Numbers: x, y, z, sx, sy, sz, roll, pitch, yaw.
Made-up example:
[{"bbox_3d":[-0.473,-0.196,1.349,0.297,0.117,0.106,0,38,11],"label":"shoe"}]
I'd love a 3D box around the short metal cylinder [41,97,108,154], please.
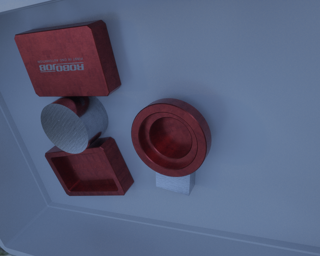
[{"bbox_3d":[-0.123,-0.010,0.449,0.080,0.050,0.079,13,124,20],"label":"short metal cylinder"}]

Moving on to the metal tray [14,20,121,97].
[{"bbox_3d":[-0.123,-0.089,0.413,0.130,0.030,0.089,2,120,26],"label":"metal tray"}]

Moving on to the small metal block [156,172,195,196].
[{"bbox_3d":[0.022,0.062,0.434,0.050,0.025,0.050,13,124,20],"label":"small metal block"}]

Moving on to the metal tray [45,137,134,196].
[{"bbox_3d":[-0.116,0.066,0.505,0.130,0.030,0.090,-8,115,31],"label":"metal tray"}]

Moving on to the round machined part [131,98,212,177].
[{"bbox_3d":[0.017,0.009,0.388,0.098,0.042,0.097,10,116,22],"label":"round machined part"}]
